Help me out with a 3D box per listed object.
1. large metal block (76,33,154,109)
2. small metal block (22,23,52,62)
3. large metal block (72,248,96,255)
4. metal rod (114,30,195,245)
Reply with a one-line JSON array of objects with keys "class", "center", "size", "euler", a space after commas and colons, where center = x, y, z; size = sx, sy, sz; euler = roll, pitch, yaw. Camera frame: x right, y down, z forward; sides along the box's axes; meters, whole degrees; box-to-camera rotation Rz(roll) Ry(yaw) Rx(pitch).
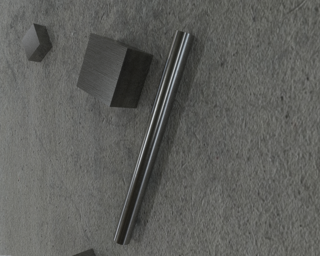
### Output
[{"class": "large metal block", "center": [-0.066, -0.081, 0.441], "size": [0.080, 0.050, 0.079], "euler": [31, 109, 35]}, {"class": "small metal block", "center": [-0.238, -0.163, 0.597], "size": [0.050, 0.025, 0.050], "euler": [-35, 69, 34]}, {"class": "large metal block", "center": [-0.147, 0.244, 0.487], "size": [0.080, 0.081, 0.050], "euler": [-50, 61, 28]}, {"class": "metal rod", "center": [-0.012, 0.023, 0.412], "size": [0.025, 0.025, 0.298], "euler": [27, 107, 36]}]
